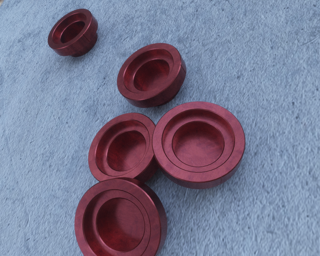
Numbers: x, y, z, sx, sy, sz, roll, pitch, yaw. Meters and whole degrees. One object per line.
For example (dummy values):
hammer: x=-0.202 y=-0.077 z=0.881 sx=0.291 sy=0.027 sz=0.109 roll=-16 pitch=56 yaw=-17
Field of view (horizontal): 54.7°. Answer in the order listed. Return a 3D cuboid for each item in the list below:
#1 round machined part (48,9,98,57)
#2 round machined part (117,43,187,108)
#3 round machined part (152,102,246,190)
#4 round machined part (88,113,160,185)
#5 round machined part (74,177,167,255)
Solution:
round machined part: x=-0.157 y=-0.173 z=0.582 sx=0.098 sy=0.042 sz=0.098 roll=-13 pitch=56 yaw=21
round machined part: x=-0.008 y=-0.069 z=0.440 sx=0.098 sy=0.042 sz=0.098 roll=-13 pitch=56 yaw=21
round machined part: x=0.043 y=0.022 z=0.346 sx=0.099 sy=0.042 sz=0.098 roll=-3 pitch=59 yaw=6
round machined part: x=-0.038 y=0.033 z=0.393 sx=0.098 sy=0.042 sz=0.098 roll=-13 pitch=56 yaw=21
round machined part: x=-0.039 y=0.102 z=0.335 sx=0.098 sy=0.042 sz=0.097 roll=-1 pitch=86 yaw=19
